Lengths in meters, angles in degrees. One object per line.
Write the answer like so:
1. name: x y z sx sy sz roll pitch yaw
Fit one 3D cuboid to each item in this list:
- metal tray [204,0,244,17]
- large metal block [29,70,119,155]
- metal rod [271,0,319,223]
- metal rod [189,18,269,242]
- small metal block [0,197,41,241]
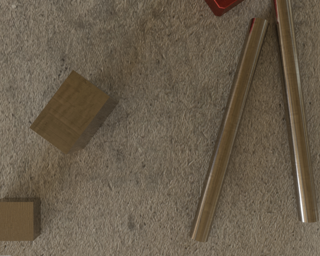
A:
1. metal tray: 0.078 -0.228 0.408 0.090 0.030 0.130 -35 90 -1
2. large metal block: -0.100 -0.018 0.381 0.050 0.080 0.080 37 90 -1
3. metal rod: 0.179 -0.026 0.412 0.025 0.025 0.298 -7 90 0
4. metal rod: 0.092 0.003 0.411 0.025 0.025 0.298 16 90 -1
5. small metal block: -0.187 0.119 0.408 0.050 0.025 0.050 0 90 -1
